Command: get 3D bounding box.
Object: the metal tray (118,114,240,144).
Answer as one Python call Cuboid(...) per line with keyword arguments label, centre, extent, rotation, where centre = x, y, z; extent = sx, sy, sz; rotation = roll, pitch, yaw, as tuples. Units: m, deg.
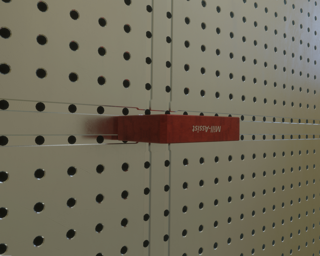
Cuboid(label="metal tray", centre=(0.025, 0.001, 0.386), extent=(0.131, 0.090, 0.030), rotation=(0, 90, -40))
